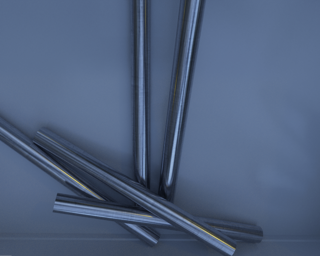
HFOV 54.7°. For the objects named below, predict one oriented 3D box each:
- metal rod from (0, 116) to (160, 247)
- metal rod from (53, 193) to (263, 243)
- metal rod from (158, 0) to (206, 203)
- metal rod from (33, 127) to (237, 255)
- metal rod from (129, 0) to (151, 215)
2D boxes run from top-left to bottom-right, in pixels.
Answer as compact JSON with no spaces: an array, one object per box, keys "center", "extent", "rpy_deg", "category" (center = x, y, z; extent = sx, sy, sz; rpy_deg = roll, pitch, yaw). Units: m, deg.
[{"center":[-0.122,0.073,0.431],"extent":[0.301,0.025,0.025],"rpy_deg":[39,105,-11],"category":"metal rod"},{"center":[0.007,0.129,0.436],"extent":[0.302,0.025,0.025],"rpy_deg":[13,110,-14],"category":"metal rod"},{"center":[0.020,-0.012,0.373],"extent":[0.025,0.025,0.298],"rpy_deg":[5,123,-2],"category":"metal rod"},{"center":[-0.033,0.086,0.415],"extent":[0.301,0.025,0.025],"rpy_deg":[31,107,-1],"category":"metal rod"},{"center":[-0.025,-0.017,0.404],"extent":[0.025,0.025,0.298],"rpy_deg":[1,110,0],"category":"metal rod"}]
